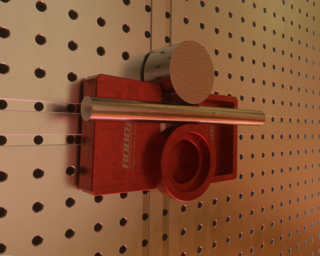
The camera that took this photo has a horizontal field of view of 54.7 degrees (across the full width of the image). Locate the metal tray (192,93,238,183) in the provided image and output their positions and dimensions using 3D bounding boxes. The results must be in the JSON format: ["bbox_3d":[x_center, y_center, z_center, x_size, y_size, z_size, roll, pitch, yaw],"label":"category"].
[{"bbox_3d":[0.077,0.015,0.466,0.091,0.030,0.129,1,89,-40],"label":"metal tray"}]

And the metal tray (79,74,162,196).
[{"bbox_3d":[-0.044,0.008,0.363,0.091,0.030,0.129,4,88,-40],"label":"metal tray"}]

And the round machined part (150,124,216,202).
[{"bbox_3d":[0.025,0.043,0.403,0.099,0.042,0.097,0,90,-40],"label":"round machined part"}]

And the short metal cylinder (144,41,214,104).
[{"bbox_3d":[0.026,-0.070,0.409,0.081,0.050,0.079,0,90,-40],"label":"short metal cylinder"}]

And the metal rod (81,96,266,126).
[{"bbox_3d":[0.043,-0.018,0.401,0.302,0.025,0.025,1,90,-40],"label":"metal rod"}]
